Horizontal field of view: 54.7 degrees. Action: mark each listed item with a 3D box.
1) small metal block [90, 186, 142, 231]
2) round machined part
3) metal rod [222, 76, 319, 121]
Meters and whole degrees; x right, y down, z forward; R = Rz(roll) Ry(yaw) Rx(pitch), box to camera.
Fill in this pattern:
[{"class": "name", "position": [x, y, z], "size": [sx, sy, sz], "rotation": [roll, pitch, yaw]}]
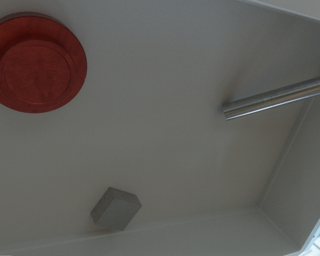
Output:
[{"class": "small metal block", "position": [-0.063, 0.118, 0.449], "size": [0.050, 0.025, 0.050], "rotation": [28, 103, -38]}, {"class": "round machined part", "position": [-0.119, -0.057, 0.298], "size": [0.099, 0.042, 0.097], "rotation": [-14, 125, -21]}, {"class": "metal rod", "position": [0.234, -0.062, 0.413], "size": [0.301, 0.025, 0.025], "rotation": [-16, 131, 15]}]
